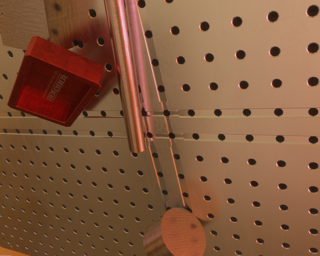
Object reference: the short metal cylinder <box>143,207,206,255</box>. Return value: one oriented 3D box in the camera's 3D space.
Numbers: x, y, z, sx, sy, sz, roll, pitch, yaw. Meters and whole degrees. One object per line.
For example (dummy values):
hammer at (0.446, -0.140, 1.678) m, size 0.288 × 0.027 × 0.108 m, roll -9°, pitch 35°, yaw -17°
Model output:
short metal cylinder at (0.022, 0.168, 0.468) m, size 0.080 × 0.080 × 0.050 m, roll 42°, pitch 129°, yaw -1°

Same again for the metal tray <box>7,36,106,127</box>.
metal tray at (-0.139, -0.053, 0.407) m, size 0.091 × 0.030 × 0.129 m, roll 22°, pitch 146°, yaw -25°

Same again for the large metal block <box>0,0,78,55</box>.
large metal block at (-0.156, -0.143, 0.389) m, size 0.080 × 0.050 × 0.079 m, roll 16°, pitch 125°, yaw 19°

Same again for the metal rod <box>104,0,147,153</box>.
metal rod at (-0.046, -0.101, 0.373) m, size 0.025 × 0.025 × 0.298 m, roll 8°, pitch 122°, yaw 24°
